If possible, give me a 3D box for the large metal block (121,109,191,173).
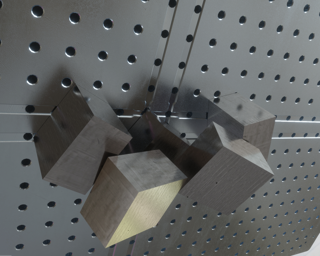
[{"bbox_3d":[-0.007,0.035,0.414,0.080,0.050,0.080,-49,129,6],"label":"large metal block"}]

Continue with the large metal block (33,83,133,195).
[{"bbox_3d":[-0.087,0.010,0.335,0.050,0.080,0.080,34,99,-39],"label":"large metal block"}]

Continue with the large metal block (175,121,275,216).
[{"bbox_3d":[0.074,0.051,0.379,0.080,0.050,0.080,29,116,-23],"label":"large metal block"}]

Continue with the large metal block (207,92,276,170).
[{"bbox_3d":[0.111,0.006,0.442,0.050,0.080,0.079,-15,125,-20],"label":"large metal block"}]

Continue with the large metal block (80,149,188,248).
[{"bbox_3d":[-0.028,0.074,0.341,0.081,0.050,0.079,-3,130,-51],"label":"large metal block"}]
